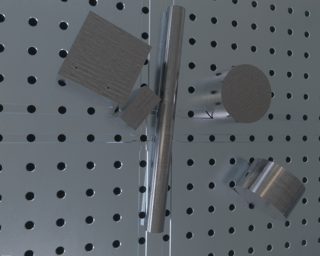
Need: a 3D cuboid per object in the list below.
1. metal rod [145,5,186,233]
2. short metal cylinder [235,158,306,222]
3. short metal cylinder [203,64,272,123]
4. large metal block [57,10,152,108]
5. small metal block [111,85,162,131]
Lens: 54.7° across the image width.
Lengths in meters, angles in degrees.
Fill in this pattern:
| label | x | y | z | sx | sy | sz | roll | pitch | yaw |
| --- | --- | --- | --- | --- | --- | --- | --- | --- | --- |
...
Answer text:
| label | x | y | z | sx | sy | sz | roll | pitch | yaw |
| --- | --- | --- | --- | --- | --- | --- | --- | --- | --- |
| metal rod | 0.007 | -0.013 | 0.415 | 0.025 | 0.025 | 0.298 | 6 | 88 | -20 |
| short metal cylinder | 0.156 | 0.088 | 0.441 | 0.080 | 0.080 | 0.050 | 43 | 77 | -15 |
| short metal cylinder | 0.109 | -0.046 | 0.440 | 0.081 | 0.050 | 0.079 | 0 | 90 | -20 |
| large metal block | -0.068 | -0.078 | 0.374 | 0.080 | 0.050 | 0.080 | 27 | 81 | -18 |
| small metal block | -0.031 | -0.024 | 0.388 | 0.025 | 0.050 | 0.050 | 42 | 77 | -15 |
